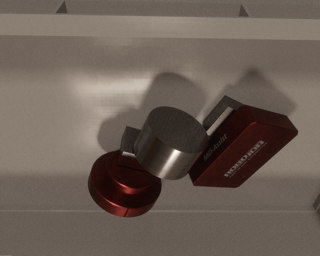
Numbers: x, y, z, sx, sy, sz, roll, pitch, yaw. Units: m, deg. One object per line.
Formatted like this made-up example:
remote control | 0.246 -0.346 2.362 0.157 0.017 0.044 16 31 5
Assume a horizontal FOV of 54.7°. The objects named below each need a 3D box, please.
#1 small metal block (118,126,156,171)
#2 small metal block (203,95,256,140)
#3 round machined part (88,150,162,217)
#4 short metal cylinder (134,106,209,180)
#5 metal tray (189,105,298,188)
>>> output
small metal block | -0.026 0.029 0.417 0.050 0.050 0.025 16 128 -14
small metal block | 0.092 -0.008 0.404 0.050 0.025 0.050 23 126 -19
round machined part | -0.043 0.066 0.417 0.099 0.098 0.042 15 128 -13
short metal cylinder | 0.013 0.018 0.389 0.081 0.080 0.050 18 128 -15
metal tray | 0.107 0.031 0.417 0.091 0.030 0.129 10 132 -33
